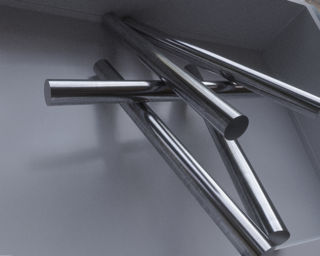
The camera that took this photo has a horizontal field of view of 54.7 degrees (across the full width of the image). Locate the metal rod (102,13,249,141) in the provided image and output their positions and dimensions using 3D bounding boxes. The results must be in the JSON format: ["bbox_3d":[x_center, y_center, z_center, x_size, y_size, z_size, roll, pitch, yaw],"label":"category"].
[{"bbox_3d":[-0.006,-0.080,0.361,0.025,0.025,0.300,-5,35,-31],"label":"metal rod"}]

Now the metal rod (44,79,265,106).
[{"bbox_3d":[0.023,-0.044,0.366,0.303,0.025,0.025,-5,65,-33],"label":"metal rod"}]

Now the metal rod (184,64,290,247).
[{"bbox_3d":[0.072,0.001,0.374,0.025,0.025,0.300,14,34,-21],"label":"metal rod"}]

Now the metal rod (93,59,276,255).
[{"bbox_3d":[0.000,0.008,0.325,0.025,0.025,0.300,-11,43,-33],"label":"metal rod"}]

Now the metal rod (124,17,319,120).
[{"bbox_3d":[0.065,-0.090,0.413,0.300,0.025,0.025,31,46,26],"label":"metal rod"}]
